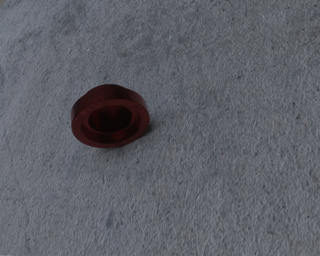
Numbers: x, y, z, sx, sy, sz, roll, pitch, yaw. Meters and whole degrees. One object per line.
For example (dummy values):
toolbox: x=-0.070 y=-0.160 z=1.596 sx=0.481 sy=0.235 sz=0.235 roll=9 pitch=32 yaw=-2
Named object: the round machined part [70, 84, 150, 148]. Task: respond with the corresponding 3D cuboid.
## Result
round machined part: x=-0.066 y=-0.019 z=0.404 sx=0.098 sy=0.098 sz=0.042 roll=-26 pitch=52 yaw=12
